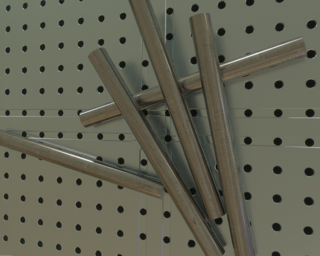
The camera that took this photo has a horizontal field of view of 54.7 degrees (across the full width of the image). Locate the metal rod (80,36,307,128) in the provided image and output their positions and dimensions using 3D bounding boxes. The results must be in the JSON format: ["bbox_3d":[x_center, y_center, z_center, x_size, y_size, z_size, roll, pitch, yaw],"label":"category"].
[{"bbox_3d":[0.028,-0.053,0.402,0.301,0.025,0.025,-17,85,18],"label":"metal rod"}]

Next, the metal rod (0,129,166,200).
[{"bbox_3d":[-0.133,0.047,0.457,0.301,0.025,0.025,14,95,19],"label":"metal rod"}]

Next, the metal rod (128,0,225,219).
[{"bbox_3d":[0.020,-0.032,0.380,0.025,0.025,0.298,-19,93,19],"label":"metal rod"}]

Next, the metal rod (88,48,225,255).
[{"bbox_3d":[-0.006,0.031,0.395,0.025,0.025,0.299,-32,87,17],"label":"metal rod"}]

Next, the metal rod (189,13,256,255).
[{"bbox_3d":[0.075,0.017,0.367,0.025,0.025,0.298,-10,93,19],"label":"metal rod"}]
